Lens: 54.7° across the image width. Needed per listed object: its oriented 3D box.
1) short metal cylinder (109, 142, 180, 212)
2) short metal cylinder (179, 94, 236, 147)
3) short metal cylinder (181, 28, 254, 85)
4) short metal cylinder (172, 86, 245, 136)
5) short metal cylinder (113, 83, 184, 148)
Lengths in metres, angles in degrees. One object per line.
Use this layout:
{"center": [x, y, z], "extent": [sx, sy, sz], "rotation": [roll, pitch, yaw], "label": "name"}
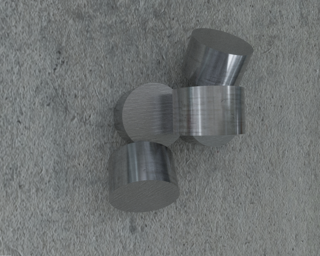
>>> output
{"center": [-0.020, 0.060, 0.367], "extent": [0.081, 0.079, 0.050], "rotation": [8, 49, -20], "label": "short metal cylinder"}
{"center": [0.062, -0.016, 0.420], "extent": [0.081, 0.050, 0.079], "rotation": [0, 90, -21], "label": "short metal cylinder"}
{"center": [0.073, -0.090, 0.402], "extent": [0.081, 0.080, 0.050], "rotation": [1, 128, -20], "label": "short metal cylinder"}
{"center": [0.054, -0.018, 0.349], "extent": [0.081, 0.080, 0.050], "rotation": [-2, 91, -20], "label": "short metal cylinder"}
{"center": [-0.014, -0.014, 0.392], "extent": [0.081, 0.050, 0.079], "rotation": [0, 90, -21], "label": "short metal cylinder"}
